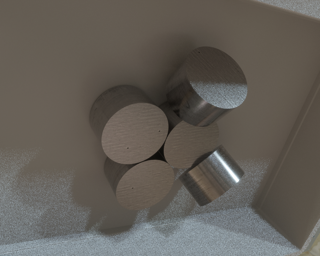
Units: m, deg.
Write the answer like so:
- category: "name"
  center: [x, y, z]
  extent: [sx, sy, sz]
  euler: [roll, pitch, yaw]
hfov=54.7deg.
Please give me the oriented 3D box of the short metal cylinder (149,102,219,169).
- category: "short metal cylinder"
  center: [0.031, 0.007, 0.413]
  extent: [0.081, 0.050, 0.079]
  euler: [-14, 125, -21]

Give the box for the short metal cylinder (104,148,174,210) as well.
- category: "short metal cylinder"
  center: [-0.028, 0.062, 0.414]
  extent: [0.081, 0.050, 0.079]
  euler: [-14, 125, -21]

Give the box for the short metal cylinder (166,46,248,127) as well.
- category: "short metal cylinder"
  center: [0.054, -0.048, 0.363]
  extent: [0.081, 0.080, 0.050]
  euler: [-3, 158, -27]

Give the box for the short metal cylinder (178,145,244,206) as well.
- category: "short metal cylinder"
  center: [0.074, 0.068, 0.448]
  extent: [0.080, 0.050, 0.080]
  euler: [-37, 174, -4]

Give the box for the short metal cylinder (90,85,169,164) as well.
- category: "short metal cylinder"
  center: [-0.037, -0.004, 0.368]
  extent: [0.081, 0.050, 0.079]
  euler: [-14, 125, -21]
